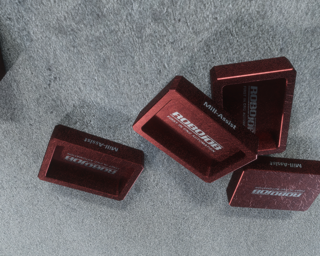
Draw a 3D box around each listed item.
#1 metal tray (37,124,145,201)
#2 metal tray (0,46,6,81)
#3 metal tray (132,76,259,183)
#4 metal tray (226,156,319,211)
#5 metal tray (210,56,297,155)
[{"bbox_3d":[-0.099,0.054,0.448,0.131,0.030,0.089,19,127,-16],"label":"metal tray"},{"bbox_3d":[-0.241,-0.091,0.323,0.131,0.030,0.089,6,130,-5],"label":"metal tray"},{"bbox_3d":[0.043,0.007,0.379,0.130,0.030,0.090,37,135,-13],"label":"metal tray"},{"bbox_3d":[0.179,0.087,0.480,0.131,0.030,0.089,5,130,-5],"label":"metal tray"},{"bbox_3d":[0.113,-0.019,0.388,0.090,0.030,0.129,-7,130,6],"label":"metal tray"}]
